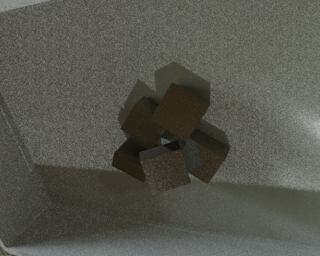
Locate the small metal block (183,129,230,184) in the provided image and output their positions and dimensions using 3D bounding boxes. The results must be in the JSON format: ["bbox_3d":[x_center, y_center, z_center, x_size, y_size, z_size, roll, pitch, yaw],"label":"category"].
[{"bbox_3d":[0.054,0.037,0.399,0.050,0.025,0.050,31,128,8],"label":"small metal block"}]

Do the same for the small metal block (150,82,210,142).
[{"bbox_3d":[0.024,-0.019,0.367,0.050,0.025,0.050,32,95,6],"label":"small metal block"}]

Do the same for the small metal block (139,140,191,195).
[{"bbox_3d":[0.006,0.049,0.386,0.050,0.025,0.050,-18,113,0],"label":"small metal block"}]

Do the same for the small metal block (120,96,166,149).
[{"bbox_3d":[-0.017,-0.006,0.409,0.050,0.025,0.050,37,129,2],"label":"small metal block"}]

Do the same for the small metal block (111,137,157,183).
[{"bbox_3d":[-0.031,0.041,0.429,0.050,0.050,0.025,26,127,11],"label":"small metal block"}]
